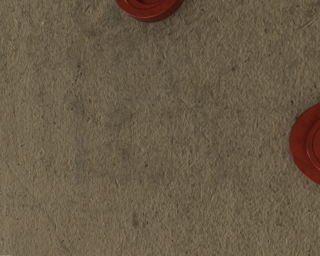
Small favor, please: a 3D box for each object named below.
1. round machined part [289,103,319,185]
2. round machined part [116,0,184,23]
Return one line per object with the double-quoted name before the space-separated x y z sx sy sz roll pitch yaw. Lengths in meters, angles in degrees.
"round machined part" 0.192 0.017 0.332 0.098 0.042 0.097 0 90 20
"round machined part" -0.008 -0.185 0.403 0.098 0.042 0.097 0 90 20
